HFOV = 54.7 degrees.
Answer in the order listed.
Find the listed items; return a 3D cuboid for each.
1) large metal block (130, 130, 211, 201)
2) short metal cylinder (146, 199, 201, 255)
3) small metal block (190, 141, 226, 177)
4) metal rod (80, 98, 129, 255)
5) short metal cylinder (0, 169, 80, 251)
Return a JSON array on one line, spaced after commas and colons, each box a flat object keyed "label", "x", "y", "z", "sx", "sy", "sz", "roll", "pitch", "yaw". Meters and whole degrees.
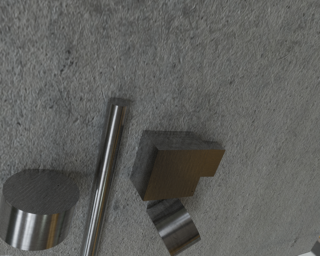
[{"label": "large metal block", "x": 0.012, "y": 0.051, "z": 0.431, "sx": 0.081, "sy": 0.050, "sz": 0.079, "roll": 2, "pitch": 118, "yaw": -30}, {"label": "short metal cylinder", "x": 0.020, "y": 0.150, "z": 0.477, "sx": 0.050, "sy": 0.080, "sz": 0.080, "roll": -28, "pitch": 128, "yaw": -11}, {"label": "small metal block", "x": 0.065, "y": 0.047, "z": 0.474, "sx": 0.050, "sy": 0.025, "sz": 0.050, "roll": 5, "pitch": 116, "yaw": -31}, {"label": "metal rod", "x": -0.084, "y": 0.100, "z": 0.424, "sx": 0.025, "sy": 0.025, "sz": 0.298, "roll": 0, "pitch": 118, "yaw": -29}, {"label": "short metal cylinder", "x": -0.138, "y": 0.090, "z": 0.353, "sx": 0.081, "sy": 0.080, "sz": 0.050, "roll": 6, "pitch": 116, "yaw": -31}]
